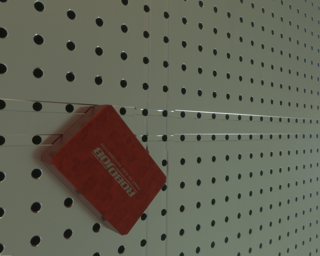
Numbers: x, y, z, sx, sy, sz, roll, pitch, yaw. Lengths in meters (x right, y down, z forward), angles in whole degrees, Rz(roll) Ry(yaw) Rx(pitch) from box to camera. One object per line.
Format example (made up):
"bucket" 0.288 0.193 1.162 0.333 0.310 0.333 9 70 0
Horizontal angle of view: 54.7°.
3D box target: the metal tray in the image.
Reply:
"metal tray" -0.058 0.049 0.359 0.090 0.030 0.130 -50 120 -28
